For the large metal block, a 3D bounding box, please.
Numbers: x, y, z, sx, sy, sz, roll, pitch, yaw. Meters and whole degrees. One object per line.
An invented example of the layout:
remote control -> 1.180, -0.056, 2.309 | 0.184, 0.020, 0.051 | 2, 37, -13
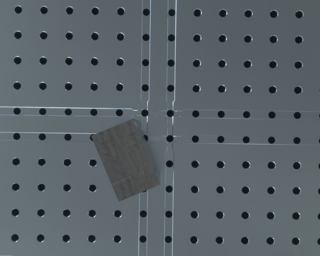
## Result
large metal block -> -0.038, 0.036, 0.386 | 0.050, 0.080, 0.080 | -23, 90, 0
